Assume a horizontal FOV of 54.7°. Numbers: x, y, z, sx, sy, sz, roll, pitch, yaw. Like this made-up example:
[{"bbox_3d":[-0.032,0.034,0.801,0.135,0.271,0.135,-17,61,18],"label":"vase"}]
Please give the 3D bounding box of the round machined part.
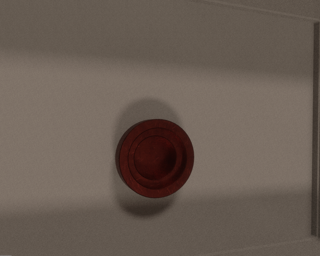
[{"bbox_3d":[-0.009,0.037,0.399,0.099,0.042,0.097,0,90,-21],"label":"round machined part"}]
